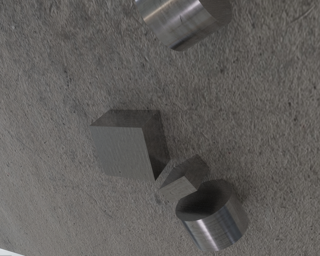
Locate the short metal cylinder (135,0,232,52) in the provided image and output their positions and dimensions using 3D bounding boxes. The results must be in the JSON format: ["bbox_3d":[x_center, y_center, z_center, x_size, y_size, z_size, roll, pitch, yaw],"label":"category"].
[{"bbox_3d":[0.023,-0.119,0.286,0.050,0.080,0.080,-25,105,37],"label":"short metal cylinder"}]

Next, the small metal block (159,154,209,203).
[{"bbox_3d":[0.033,0.068,0.415,0.025,0.050,0.050,49,129,-6],"label":"small metal block"}]

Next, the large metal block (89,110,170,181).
[{"bbox_3d":[-0.039,0.022,0.425,0.080,0.050,0.080,2,119,27],"label":"large metal block"}]

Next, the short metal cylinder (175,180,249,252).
[{"bbox_3d":[0.067,0.112,0.405,0.080,0.080,0.050,-18,109,35],"label":"short metal cylinder"}]
